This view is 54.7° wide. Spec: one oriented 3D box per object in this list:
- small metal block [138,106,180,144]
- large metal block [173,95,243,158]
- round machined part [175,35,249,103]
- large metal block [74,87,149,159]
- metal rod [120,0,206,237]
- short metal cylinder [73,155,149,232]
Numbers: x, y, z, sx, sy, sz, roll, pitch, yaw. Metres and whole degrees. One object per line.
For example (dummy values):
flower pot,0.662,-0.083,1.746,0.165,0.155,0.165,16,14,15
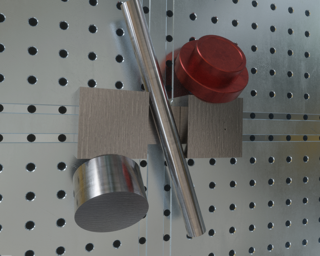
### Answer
small metal block,-0.002,-0.004,0.412,0.050,0.025,0.050,1,90,-20
large metal block,0.064,-0.001,0.424,0.081,0.050,0.080,1,90,-20
round machined part,0.072,-0.083,0.404,0.099,0.042,0.098,10,52,-13
large metal block,-0.060,-0.005,0.378,0.081,0.050,0.080,2,89,-20
metal rod,0.006,-0.007,0.387,0.025,0.025,0.298,-18,96,-19
short metal cylinder,-0.057,0.076,0.356,0.081,0.050,0.080,-10,135,-9
